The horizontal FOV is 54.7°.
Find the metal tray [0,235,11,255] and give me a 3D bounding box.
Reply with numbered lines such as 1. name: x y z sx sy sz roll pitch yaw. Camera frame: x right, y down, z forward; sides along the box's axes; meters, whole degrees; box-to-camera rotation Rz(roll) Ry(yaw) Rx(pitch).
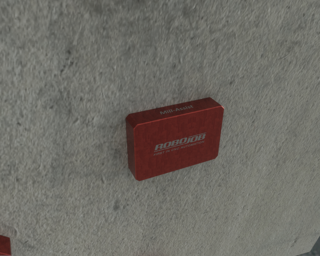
1. metal tray: -0.258 0.177 0.372 0.130 0.030 0.090 -47 130 4

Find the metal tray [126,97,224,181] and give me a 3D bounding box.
1. metal tray: 0.021 0.014 0.426 0.131 0.030 0.089 -13 124 -22
